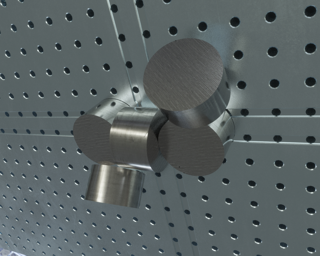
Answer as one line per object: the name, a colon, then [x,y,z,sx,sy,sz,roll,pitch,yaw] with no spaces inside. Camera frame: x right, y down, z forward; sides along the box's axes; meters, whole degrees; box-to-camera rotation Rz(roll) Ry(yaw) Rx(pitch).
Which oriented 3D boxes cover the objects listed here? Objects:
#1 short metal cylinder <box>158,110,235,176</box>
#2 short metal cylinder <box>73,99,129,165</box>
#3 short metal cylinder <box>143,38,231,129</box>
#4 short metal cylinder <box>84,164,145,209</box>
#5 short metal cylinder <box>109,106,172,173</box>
short metal cylinder: [0.045,0.011,0.376,0.080,0.050,0.079,13,124,20]
short metal cylinder: [-0.073,0.006,0.434,0.080,0.050,0.079,13,124,20]
short metal cylinder: [0.029,-0.045,0.323,0.080,0.080,0.050,8,164,23]
short metal cylinder: [-0.065,0.086,0.454,0.080,0.050,0.080,9,165,3]
short metal cylinder: [-0.020,0.014,0.393,0.050,0.080,0.079,5,121,25]
